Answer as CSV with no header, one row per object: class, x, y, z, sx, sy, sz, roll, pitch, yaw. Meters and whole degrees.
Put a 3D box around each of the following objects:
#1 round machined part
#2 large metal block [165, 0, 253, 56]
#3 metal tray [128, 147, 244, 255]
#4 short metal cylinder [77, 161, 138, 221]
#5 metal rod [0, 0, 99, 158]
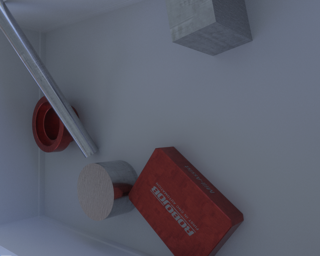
round machined part,-0.178,-0.007,0.539,0.098,0.042,0.097,0,90,39
large metal block,0.051,-0.129,0.328,0.050,0.081,0.080,-15,81,39
metal tray,0.025,0.096,0.381,0.130,0.030,0.089,44,116,30
short metal cylinder,-0.075,0.089,0.450,0.080,0.050,0.079,0,90,39
metal rod,-0.184,-0.086,0.469,0.025,0.025,0.299,-22,104,37
